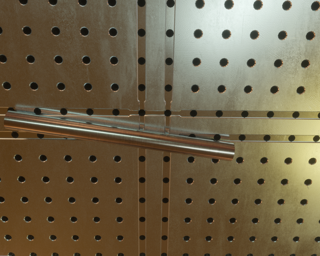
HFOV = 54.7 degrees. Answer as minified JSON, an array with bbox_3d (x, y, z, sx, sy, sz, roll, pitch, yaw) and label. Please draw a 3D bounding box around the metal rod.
[{"bbox_3d":[-0.050,0.011,0.416,0.302,0.025,0.025,8,110,-4],"label":"metal rod"}]
